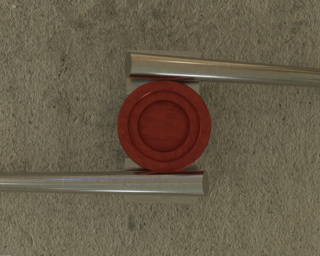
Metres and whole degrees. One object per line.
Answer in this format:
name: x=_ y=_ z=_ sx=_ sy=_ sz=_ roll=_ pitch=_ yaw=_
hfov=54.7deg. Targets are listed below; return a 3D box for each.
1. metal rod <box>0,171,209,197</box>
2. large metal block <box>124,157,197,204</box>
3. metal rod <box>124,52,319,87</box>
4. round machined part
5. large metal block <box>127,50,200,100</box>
metal rod: x=-0.095 y=0.063 z=0.354 sx=0.301 sy=0.025 sz=0.025 roll=-4 pitch=90 yaw=22
large metal block: x=0.001 y=0.059 z=0.384 sx=0.081 sy=0.080 sz=0.050 roll=1 pitch=90 yaw=-1
metal rod: x=0.109 y=-0.063 z=0.359 sx=0.303 sy=0.025 sz=0.025 roll=-1 pitch=90 yaw=-22
round machined part: x=0.004 y=-0.002 z=0.344 sx=0.099 sy=0.042 sz=0.097 roll=0 pitch=90 yaw=-1
large metal block: x=0.004 y=-0.061 z=0.384 sx=0.081 sy=0.080 sz=0.050 roll=1 pitch=90 yaw=-1
